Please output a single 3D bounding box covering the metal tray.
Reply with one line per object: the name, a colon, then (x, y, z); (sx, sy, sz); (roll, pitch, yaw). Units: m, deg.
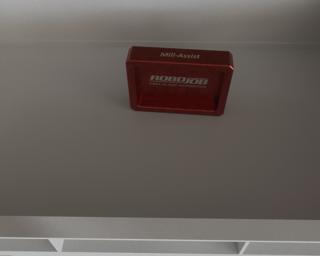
metal tray: (0.025, -0.060, 0.413); (0.131, 0.090, 0.030); (4, 50, 3)
